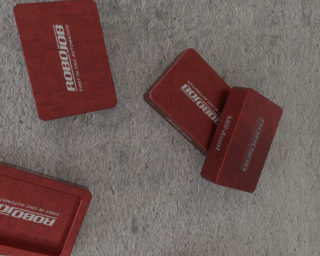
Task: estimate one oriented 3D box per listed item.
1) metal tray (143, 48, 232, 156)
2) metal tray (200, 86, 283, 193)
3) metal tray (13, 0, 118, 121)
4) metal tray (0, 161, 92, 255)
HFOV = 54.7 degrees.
[{"bbox_3d":[0.054,-0.032,0.426,0.130,0.030,0.090,43,77,-15],"label":"metal tray"},{"bbox_3d":[0.115,0.018,0.426,0.091,0.030,0.129,21,88,-39],"label":"metal tray"},{"bbox_3d":[-0.110,-0.079,0.366,0.091,0.030,0.129,-13,95,-20],"label":"metal tray"},{"bbox_3d":[-0.155,0.094,0.349,0.131,0.030,0.090,22,83,-19],"label":"metal tray"}]
